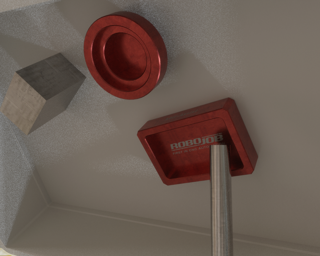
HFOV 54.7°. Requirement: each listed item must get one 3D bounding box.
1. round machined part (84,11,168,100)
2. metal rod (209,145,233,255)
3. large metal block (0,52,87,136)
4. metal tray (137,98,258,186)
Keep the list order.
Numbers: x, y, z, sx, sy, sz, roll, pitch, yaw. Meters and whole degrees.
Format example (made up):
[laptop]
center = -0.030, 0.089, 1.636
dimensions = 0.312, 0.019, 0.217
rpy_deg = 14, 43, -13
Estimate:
[round machined part]
center = -0.036, -0.086, 0.362
dimensions = 0.098, 0.042, 0.097
rpy_deg = 13, 124, 20
[metal rod]
center = 0.072, 0.169, 0.355
dimensions = 0.025, 0.025, 0.298
rpy_deg = -3, 85, 29
[large metal block]
center = -0.160, -0.047, 0.426
dimensions = 0.050, 0.080, 0.080
rpy_deg = 44, 129, -2
[metal tray]
center = 0.045, 0.022, 0.394
dimensions = 0.130, 0.030, 0.090
rpy_deg = -15, 111, 34
